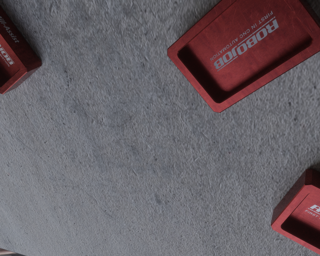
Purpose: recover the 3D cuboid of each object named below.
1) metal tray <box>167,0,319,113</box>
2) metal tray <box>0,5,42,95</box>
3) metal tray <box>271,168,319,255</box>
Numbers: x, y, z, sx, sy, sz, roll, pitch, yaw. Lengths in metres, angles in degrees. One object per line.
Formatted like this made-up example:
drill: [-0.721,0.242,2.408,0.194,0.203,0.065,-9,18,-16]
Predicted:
metal tray: [0.081,-0.084,0.308,0.130,0.030,0.090,-35,99,38]
metal tray: [-0.245,-0.124,0.455,0.090,0.030,0.130,-25,105,36]
metal tray: [0.211,0.114,0.362,0.130,0.030,0.089,27,128,11]
